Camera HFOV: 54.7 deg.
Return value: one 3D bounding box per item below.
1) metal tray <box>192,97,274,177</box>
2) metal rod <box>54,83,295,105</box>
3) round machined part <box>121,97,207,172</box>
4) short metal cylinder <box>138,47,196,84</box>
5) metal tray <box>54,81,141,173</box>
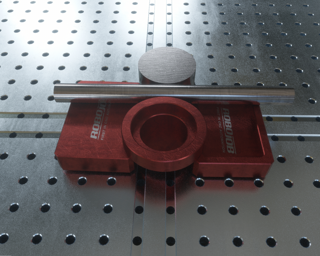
[{"bbox_3d":[0.085,0.000,0.400,0.091,0.030,0.130,1,50,0],"label":"metal tray"},{"bbox_3d":[0.018,-0.044,0.400,0.302,0.025,0.025,1,50,0],"label":"metal rod"},{"bbox_3d":[0.005,0.011,0.370,0.099,0.042,0.098,0,50,0],"label":"round machined part"},{"bbox_3d":[0.010,-0.073,0.447,0.081,0.050,0.080,0,50,0],"label":"short metal cylinder"},{"bbox_3d":[-0.073,-0.007,0.403,0.091,0.030,0.130,2,50,2],"label":"metal tray"}]
